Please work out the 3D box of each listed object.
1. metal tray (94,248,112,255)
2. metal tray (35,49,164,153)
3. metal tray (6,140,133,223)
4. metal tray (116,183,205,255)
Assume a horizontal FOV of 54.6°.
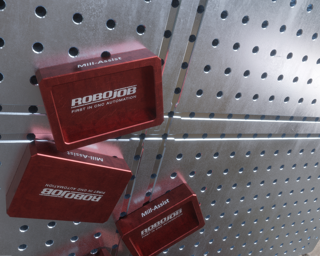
[{"bbox_3d":[-0.108,0.264,0.477,0.130,0.030,0.090,-40,108,-14],"label":"metal tray"},{"bbox_3d":[-0.062,-0.032,0.353,0.131,0.030,0.089,-16,125,-19],"label":"metal tray"},{"bbox_3d":[-0.111,0.073,0.392,0.131,0.030,0.090,17,109,-35],"label":"metal tray"},{"bbox_3d":[0.004,0.157,0.506,0.131,0.030,0.090,-28,128,-11],"label":"metal tray"}]
